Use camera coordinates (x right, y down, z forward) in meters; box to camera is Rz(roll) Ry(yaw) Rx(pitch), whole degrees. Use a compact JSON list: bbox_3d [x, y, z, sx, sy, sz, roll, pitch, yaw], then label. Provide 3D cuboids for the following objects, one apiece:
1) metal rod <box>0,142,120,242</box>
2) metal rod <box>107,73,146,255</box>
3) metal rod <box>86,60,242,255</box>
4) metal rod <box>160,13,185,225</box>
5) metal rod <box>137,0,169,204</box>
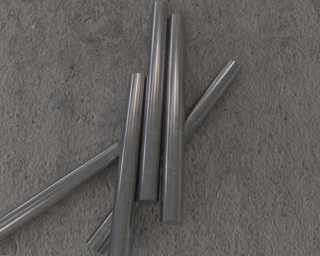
[{"bbox_3d":[-0.173,0.109,0.366,0.301,0.025,0.025,-34,74,-12],"label":"metal rod"},{"bbox_3d":[-0.038,0.064,0.359,0.025,0.025,0.299,3,62,1],"label":"metal rod"},{"bbox_3d":[0.015,0.026,0.398,0.025,0.025,0.300,35,73,12],"label":"metal rod"},{"bbox_3d":[0.019,-0.032,0.398,0.025,0.025,0.299,3,62,1],"label":"metal rod"},{"bbox_3d":[-0.006,-0.052,0.411,0.025,0.025,0.299,3,64,1],"label":"metal rod"}]
